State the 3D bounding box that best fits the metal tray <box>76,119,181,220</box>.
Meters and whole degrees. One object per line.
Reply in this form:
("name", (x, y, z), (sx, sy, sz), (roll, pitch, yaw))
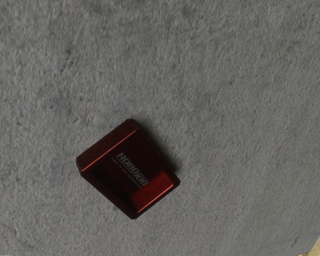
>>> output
("metal tray", (-0.038, 0.060, 0.421), (0.090, 0.030, 0.130), (-38, 130, -3))
